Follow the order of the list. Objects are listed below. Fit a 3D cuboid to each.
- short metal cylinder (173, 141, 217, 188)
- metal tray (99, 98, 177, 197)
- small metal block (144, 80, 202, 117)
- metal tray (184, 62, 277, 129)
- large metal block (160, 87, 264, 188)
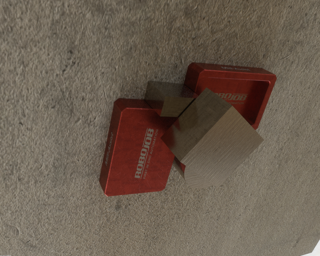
[{"bbox_3d":[0.059,0.040,0.449,0.081,0.050,0.079,-13,124,-20],"label":"short metal cylinder"},{"bbox_3d":[-0.024,0.027,0.410,0.091,0.030,0.129,1,118,-29],"label":"metal tray"},{"bbox_3d":[0.015,-0.036,0.378,0.050,0.050,0.025,1,118,-29],"label":"small metal block"},{"bbox_3d":[0.092,-0.040,0.431,0.131,0.030,0.089,-2,119,-28],"label":"metal tray"},{"bbox_3d":[0.063,0.013,0.368,0.080,0.050,0.080,-48,129,6],"label":"large metal block"}]
